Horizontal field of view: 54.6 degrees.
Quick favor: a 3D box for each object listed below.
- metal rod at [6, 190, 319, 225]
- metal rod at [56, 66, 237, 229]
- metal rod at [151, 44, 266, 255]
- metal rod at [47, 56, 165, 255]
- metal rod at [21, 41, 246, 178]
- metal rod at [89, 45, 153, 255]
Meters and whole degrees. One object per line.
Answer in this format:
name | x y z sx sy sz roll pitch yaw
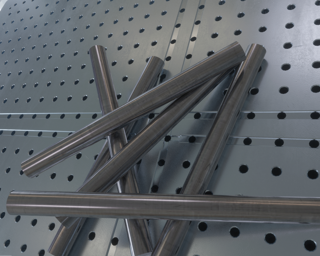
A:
metal rod | -0.002 0.077 0.303 0.301 0.025 0.025 0 60 7
metal rod | -0.002 0.000 0.375 0.301 0.025 0.025 -43 50 -16
metal rod | 0.060 0.026 0.361 0.025 0.025 0.300 16 70 34
metal rod | -0.065 0.027 0.427 0.025 0.025 0.300 13 68 33
metal rod | -0.036 -0.019 0.379 0.301 0.025 0.025 -29 52 5
metal rod | -0.057 0.010 0.403 0.025 0.025 0.299 -24 62 14
